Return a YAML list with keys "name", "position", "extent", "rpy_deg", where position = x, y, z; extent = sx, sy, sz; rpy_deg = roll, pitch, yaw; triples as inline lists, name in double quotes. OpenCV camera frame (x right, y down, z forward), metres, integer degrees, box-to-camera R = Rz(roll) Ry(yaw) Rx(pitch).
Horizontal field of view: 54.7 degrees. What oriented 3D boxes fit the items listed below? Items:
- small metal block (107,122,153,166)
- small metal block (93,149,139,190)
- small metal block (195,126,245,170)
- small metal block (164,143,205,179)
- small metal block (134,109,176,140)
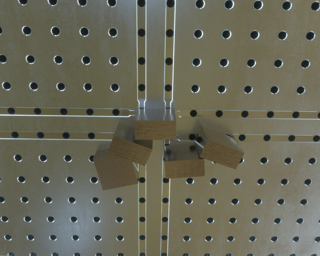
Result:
- name: "small metal block"
  position: [-0.038, 0.020, 0.407]
  extent: [0.050, 0.050, 0.025]
  rpy_deg: [21, 109, -8]
- name: "small metal block"
  position: [-0.060, 0.055, 0.433]
  extent: [0.050, 0.025, 0.050]
  rpy_deg: [-12, 110, 4]
- name: "small metal block"
  position: [0.077, 0.025, 0.411]
  extent: [0.050, 0.050, 0.025]
  rpy_deg: [20, 109, -8]
- name: "small metal block"
  position: [0.031, 0.043, 0.417]
  extent: [0.050, 0.050, 0.025]
  rpy_deg: [-4, 110, 1]
- name: "small metal block"
  position: [-0.006, -0.006, 0.398]
  extent: [0.050, 0.050, 0.025]
  rpy_deg: [0, 110, -1]
